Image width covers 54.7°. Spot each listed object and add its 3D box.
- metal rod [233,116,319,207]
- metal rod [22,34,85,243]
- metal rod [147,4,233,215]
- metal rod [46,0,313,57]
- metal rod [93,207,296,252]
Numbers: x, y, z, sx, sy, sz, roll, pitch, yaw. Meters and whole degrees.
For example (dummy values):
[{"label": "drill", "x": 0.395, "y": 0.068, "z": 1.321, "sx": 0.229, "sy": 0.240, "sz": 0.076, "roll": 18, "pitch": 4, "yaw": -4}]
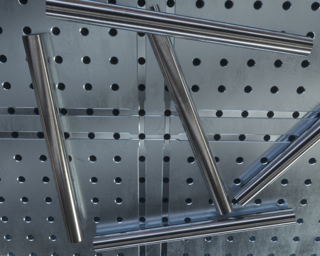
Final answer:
[{"label": "metal rod", "x": 0.216, "y": 0.001, "z": 0.416, "sx": 0.025, "sy": 0.025, "sz": 0.299, "roll": 40, "pitch": 105, "yaw": -14}, {"label": "metal rod", "x": -0.140, "y": 0.028, "z": 0.421, "sx": 0.025, "sy": 0.025, "sz": 0.298, "roll": -4, "pitch": 110, "yaw": 1}, {"label": "metal rod", "x": 0.041, "y": -0.010, "z": 0.410, "sx": 0.025, "sy": 0.025, "sz": 0.299, "roll": -21, "pitch": 109, "yaw": 7}, {"label": "metal rod", "x": 0.032, "y": -0.113, "z": 0.350, "sx": 0.302, "sy": 0.025, "sz": 0.025, "roll": 5, "pitch": 110, "yaw": -11}, {"label": "metal rod", "x": 0.050, "y": 0.155, "z": 0.471, "sx": 0.302, "sy": 0.025, "sz": 0.025, "roll": -9, "pitch": 110, "yaw": 2}]
